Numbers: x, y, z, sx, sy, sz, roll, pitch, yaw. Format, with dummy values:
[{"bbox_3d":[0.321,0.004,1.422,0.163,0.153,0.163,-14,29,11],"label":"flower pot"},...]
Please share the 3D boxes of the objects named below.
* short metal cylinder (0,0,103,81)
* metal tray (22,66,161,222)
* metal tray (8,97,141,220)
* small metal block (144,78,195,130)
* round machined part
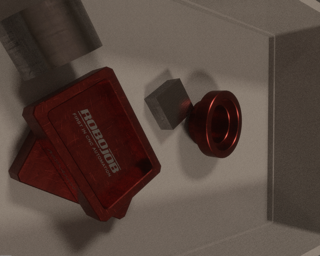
[{"bbox_3d":[-0.101,-0.084,0.287,0.080,0.080,0.050,-38,114,-34],"label":"short metal cylinder"},{"bbox_3d":[-0.061,0.016,0.313,0.091,0.030,0.129,-39,114,-33],"label":"metal tray"},{"bbox_3d":[-0.079,0.036,0.338,0.130,0.030,0.090,34,69,-35],"label":"metal tray"},{"bbox_3d":[0.014,-0.032,0.420,0.050,0.025,0.050,-43,116,-32],"label":"small metal block"},{"bbox_3d":[0.079,-0.006,0.458,0.099,0.042,0.097,-7,99,-48],"label":"round machined part"}]
